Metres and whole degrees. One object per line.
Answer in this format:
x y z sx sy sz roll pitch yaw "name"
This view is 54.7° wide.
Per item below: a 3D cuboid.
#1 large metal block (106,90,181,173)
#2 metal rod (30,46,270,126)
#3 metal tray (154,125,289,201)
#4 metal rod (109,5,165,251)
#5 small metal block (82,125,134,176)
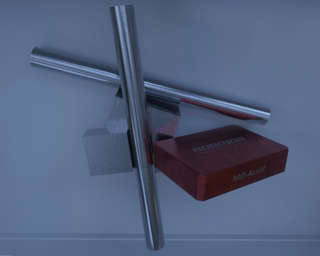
-0.026 0.002 0.397 0.080 0.050 0.079 17 109 -7 "large metal block"
-0.007 -0.051 0.392 0.302 0.025 0.025 14 110 -6 "metal rod"
0.070 0.034 0.360 0.131 0.090 0.030 -11 114 -30 "metal tray"
-0.022 0.016 0.362 0.025 0.025 0.298 -6 110 2 "metal rod"
-0.059 0.026 0.365 0.050 0.025 0.050 -6 110 1 "small metal block"
